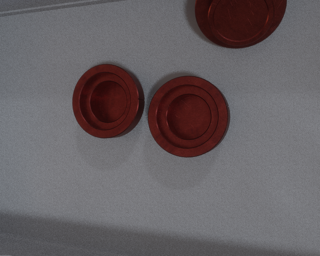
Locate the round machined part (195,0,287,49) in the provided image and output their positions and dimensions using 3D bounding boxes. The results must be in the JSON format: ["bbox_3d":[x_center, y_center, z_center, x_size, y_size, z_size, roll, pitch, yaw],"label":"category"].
[{"bbox_3d":[0.088,-0.131,0.342,0.099,0.042,0.097,5,134,6],"label":"round machined part"}]

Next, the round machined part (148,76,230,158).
[{"bbox_3d":[0.038,-0.014,0.387,0.098,0.042,0.097,0,90,19],"label":"round machined part"}]

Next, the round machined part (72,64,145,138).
[{"bbox_3d":[-0.066,-0.035,0.424,0.098,0.042,0.097,0,90,19],"label":"round machined part"}]
